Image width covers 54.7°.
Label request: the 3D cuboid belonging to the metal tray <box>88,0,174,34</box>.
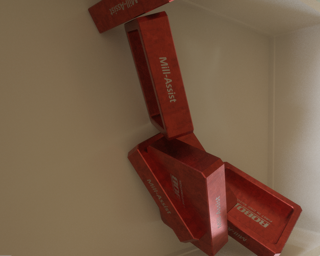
[{"bbox_3d":[-0.007,-0.145,0.333,0.091,0.130,0.030,-39,114,-33],"label":"metal tray"}]

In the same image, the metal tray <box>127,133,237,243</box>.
[{"bbox_3d":[0.030,0.064,0.394,0.091,0.030,0.130,-28,82,-39],"label":"metal tray"}]

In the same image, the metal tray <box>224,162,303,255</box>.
[{"bbox_3d":[0.123,0.115,0.445,0.091,0.130,0.030,-40,151,-37],"label":"metal tray"}]

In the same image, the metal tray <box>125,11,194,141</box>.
[{"bbox_3d":[-0.003,-0.060,0.355,0.030,0.090,0.129,-18,108,-10],"label":"metal tray"}]

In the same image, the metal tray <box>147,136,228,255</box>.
[{"bbox_3d":[0.034,0.080,0.370,0.030,0.090,0.129,-31,127,-32],"label":"metal tray"}]
